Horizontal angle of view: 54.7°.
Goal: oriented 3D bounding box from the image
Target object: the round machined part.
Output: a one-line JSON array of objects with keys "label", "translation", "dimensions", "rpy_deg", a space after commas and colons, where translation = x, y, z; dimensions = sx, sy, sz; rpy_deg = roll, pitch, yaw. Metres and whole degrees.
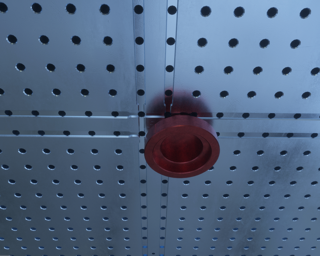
[{"label": "round machined part", "translation": [0.028, 0.020, 0.418], "dimensions": [0.099, 0.042, 0.097], "rpy_deg": [-1, 130, 0]}]
